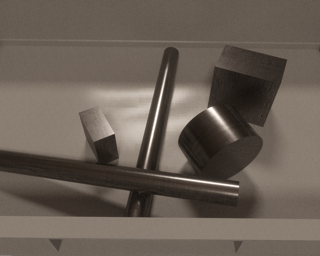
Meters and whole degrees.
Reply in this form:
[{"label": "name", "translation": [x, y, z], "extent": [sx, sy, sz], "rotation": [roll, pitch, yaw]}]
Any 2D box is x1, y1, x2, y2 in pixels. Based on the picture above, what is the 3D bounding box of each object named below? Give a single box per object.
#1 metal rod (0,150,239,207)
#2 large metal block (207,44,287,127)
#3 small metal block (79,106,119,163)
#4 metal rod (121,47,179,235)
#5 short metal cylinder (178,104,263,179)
[{"label": "metal rod", "translation": [-0.070, 0.050, 0.336], "extent": [0.301, 0.025, 0.025], "rotation": [6, 50, 14]}, {"label": "large metal block", "translation": [0.115, -0.056, 0.418], "extent": [0.080, 0.080, 0.050], "rotation": [18, 53, 14]}, {"label": "small metal block", "translation": [-0.074, 0.010, 0.380], "extent": [0.025, 0.050, 0.050], "rotation": [-23, 54, -18]}, {"label": "metal rod", "translation": [-0.004, -0.009, 0.412], "extent": [0.025, 0.025, 0.300], "rotation": [7, 50, 5]}, {"label": "short metal cylinder", "translation": [0.068, 0.019, 0.354], "extent": [0.081, 0.080, 0.050], "rotation": [-20, 53, -17]}]
